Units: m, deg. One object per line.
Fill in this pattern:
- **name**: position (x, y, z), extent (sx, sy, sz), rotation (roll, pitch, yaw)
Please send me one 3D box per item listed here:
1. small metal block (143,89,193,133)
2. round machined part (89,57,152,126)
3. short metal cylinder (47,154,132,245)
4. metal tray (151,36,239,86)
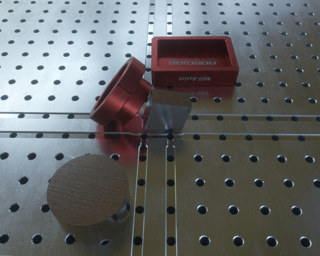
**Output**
- **small metal block**: position (0.009, -0.021, 0.402), extent (0.050, 0.050, 0.025), rotation (6, 49, -14)
- **round machined part**: position (-0.047, -0.042, 0.407), extent (0.042, 0.098, 0.098), rotation (35, 50, -17)
- **short metal cylinder**: position (-0.072, 0.075, 0.328), extent (0.080, 0.050, 0.080), rotation (0, 50, 0)
- **metal tray**: position (0.052, -0.108, 0.495), extent (0.131, 0.030, 0.090), rotation (-1, 50, -1)
